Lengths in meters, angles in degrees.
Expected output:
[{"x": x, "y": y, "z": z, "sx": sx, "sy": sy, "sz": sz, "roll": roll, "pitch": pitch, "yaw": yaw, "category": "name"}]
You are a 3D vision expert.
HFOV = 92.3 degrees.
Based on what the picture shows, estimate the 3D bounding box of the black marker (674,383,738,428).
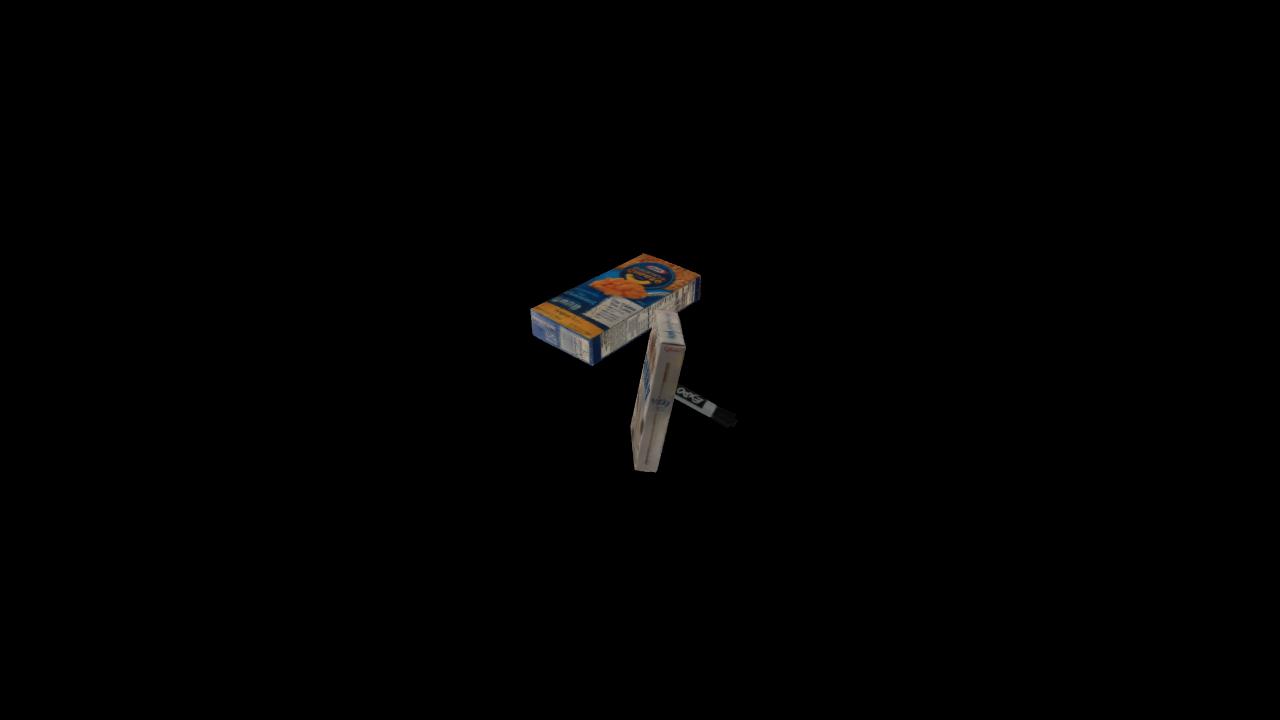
[{"x": 0.060, "y": 0.046, "z": 0.726, "sx": 0.121, "sy": 0.020, "sz": 0.020, "roll": 29, "pitch": 8, "yaw": 15, "category": "black marker"}]

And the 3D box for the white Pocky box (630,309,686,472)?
[{"x": 0.017, "y": 0.033, "z": 0.649, "sx": 0.028, "sy": 0.154, "sz": 0.084, "roll": 8, "pitch": 27, "yaw": -7, "category": "white Pocky box"}]

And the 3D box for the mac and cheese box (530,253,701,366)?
[{"x": -0.022, "y": -0.063, "z": 0.690, "sx": 0.093, "sy": 0.041, "sz": 0.184, "roll": 25, "pitch": 42, "yaw": 33, "category": "mac and cheese box"}]
